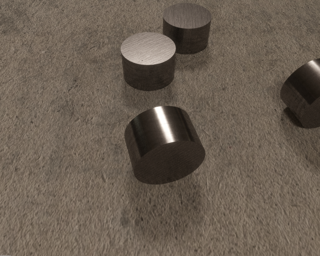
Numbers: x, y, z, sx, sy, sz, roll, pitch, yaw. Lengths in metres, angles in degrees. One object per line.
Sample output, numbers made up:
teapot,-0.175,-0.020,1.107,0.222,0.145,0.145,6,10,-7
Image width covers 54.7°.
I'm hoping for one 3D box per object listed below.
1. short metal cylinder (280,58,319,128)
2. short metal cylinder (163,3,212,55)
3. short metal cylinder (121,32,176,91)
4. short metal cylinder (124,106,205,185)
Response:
short metal cylinder,0.209,-0.045,0.408,0.081,0.080,0.050,-14,52,-12
short metal cylinder,0.045,-0.171,0.531,0.081,0.050,0.080,0,50,0
short metal cylinder,-0.017,-0.102,0.472,0.081,0.050,0.080,0,50,0
short metal cylinder,0.004,0.021,0.350,0.081,0.080,0.050,-12,51,-10
